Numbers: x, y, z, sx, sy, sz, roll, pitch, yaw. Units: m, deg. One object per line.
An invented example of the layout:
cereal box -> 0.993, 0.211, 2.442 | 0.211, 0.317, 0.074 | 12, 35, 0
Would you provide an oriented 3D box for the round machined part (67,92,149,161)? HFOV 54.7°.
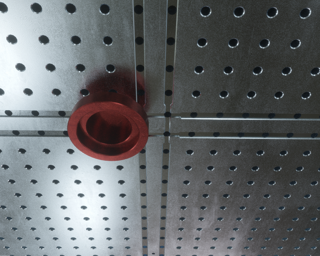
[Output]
round machined part -> -0.064, -0.006, 0.394 | 0.099, 0.042, 0.097 | -1, 130, 0
